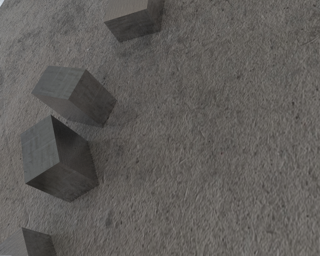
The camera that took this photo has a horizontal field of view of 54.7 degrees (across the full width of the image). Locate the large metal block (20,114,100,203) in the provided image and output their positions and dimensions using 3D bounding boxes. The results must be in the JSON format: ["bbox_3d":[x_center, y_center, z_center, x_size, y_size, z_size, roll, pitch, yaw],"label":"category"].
[{"bbox_3d":[-0.133,0.042,0.413,0.050,0.080,0.080,-32,52,8],"label":"large metal block"}]

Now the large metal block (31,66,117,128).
[{"bbox_3d":[-0.126,-0.047,0.464,0.080,0.080,0.050,11,68,33],"label":"large metal block"}]

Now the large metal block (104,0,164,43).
[{"bbox_3d":[-0.042,-0.203,0.535,0.080,0.050,0.080,-8,58,24],"label":"large metal block"}]

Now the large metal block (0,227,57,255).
[{"bbox_3d":[-0.167,0.180,0.366,0.080,0.050,0.080,-39,51,2],"label":"large metal block"}]
